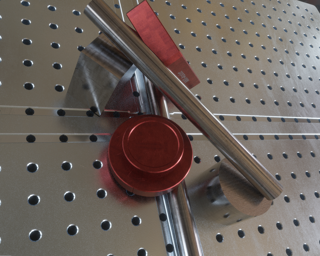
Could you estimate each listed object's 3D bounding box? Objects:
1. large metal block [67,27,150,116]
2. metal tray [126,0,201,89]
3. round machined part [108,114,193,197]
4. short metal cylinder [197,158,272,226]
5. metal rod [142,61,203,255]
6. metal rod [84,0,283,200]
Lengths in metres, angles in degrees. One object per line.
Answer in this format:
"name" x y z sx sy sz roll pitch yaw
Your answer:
"large metal block" -0.064 -0.075 0.386 0.050 0.080 0.080 36 51 -5
"metal tray" 0.010 -0.105 0.426 0.090 0.030 0.130 60 11 15
"round machined part" -0.010 0.026 0.357 0.099 0.042 0.098 4 62 -7
"short metal cylinder" 0.096 0.079 0.398 0.081 0.050 0.080 14 56 -21
"metal rod" 0.006 0.012 0.406 0.025 0.025 0.299 2 61 -28
"metal rod" 0.032 -0.027 0.353 0.300 0.025 0.025 45 50 -8
